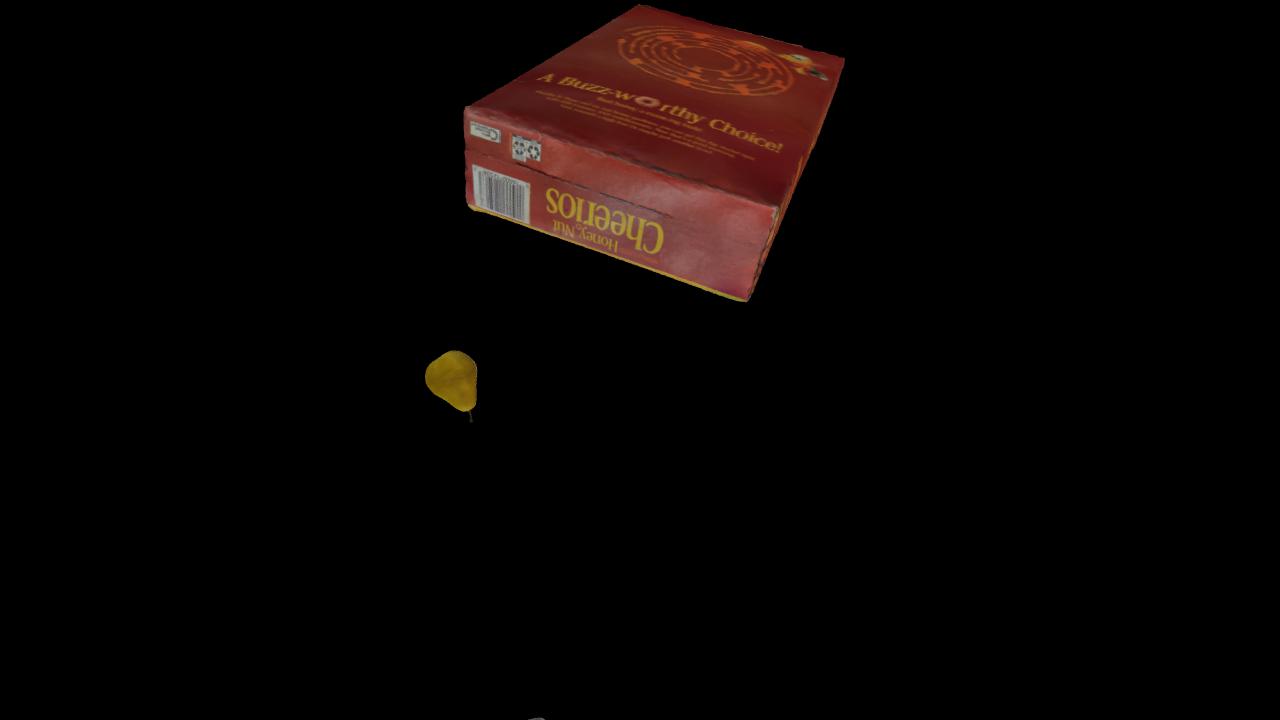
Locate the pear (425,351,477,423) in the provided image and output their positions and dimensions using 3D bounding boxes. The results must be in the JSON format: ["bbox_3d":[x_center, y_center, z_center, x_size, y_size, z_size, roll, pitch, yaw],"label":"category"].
[{"bbox_3d":[-0.280,0.042,0.958,0.080,0.111,0.080,-35,1,1],"label":"pear"}]

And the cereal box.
[{"bbox_3d":[0.033,-0.184,0.478,0.203,0.081,0.306,20,44,9],"label":"cereal box"}]

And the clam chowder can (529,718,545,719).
[{"bbox_3d":[-0.103,0.406,0.578,0.068,0.102,0.068,-22,-10,-4],"label":"clam chowder can"}]
